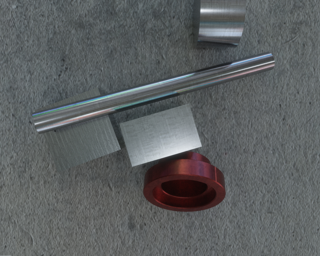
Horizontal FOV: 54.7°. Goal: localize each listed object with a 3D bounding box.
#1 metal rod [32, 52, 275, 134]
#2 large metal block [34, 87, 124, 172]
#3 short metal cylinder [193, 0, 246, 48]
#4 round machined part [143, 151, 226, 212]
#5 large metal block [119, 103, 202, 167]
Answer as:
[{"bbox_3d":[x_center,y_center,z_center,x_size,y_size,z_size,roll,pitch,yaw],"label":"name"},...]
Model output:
[{"bbox_3d":[0.004,-0.047,0.376,0.302,0.025,0.025,-17,90,-14],"label":"metal rod"},{"bbox_3d":[-0.099,0.002,0.396,0.080,0.050,0.080,-20,90,0],"label":"large metal block"},{"bbox_3d":[0.070,-0.141,0.383,0.050,0.080,0.079,0,90,0],"label":"short metal cylinder"},{"bbox_3d":[0.030,0.064,0.384,0.099,0.097,0.042,4,51,-1],"label":"round machined part"},{"bbox_3d":[0.001,0.008,0.383,0.080,0.080,0.050,-16,90,0],"label":"large metal block"}]
